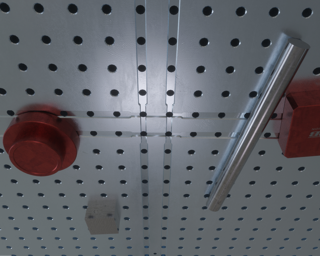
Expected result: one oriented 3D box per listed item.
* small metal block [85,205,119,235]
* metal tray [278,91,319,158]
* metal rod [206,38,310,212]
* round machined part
[{"bbox_3d":[-0.101,0.164,0.551,0.050,0.025,0.050,-3,130,2],"label":"small metal block"},{"bbox_3d":[0.231,-0.007,0.405,0.131,0.030,0.089,-5,130,4],"label":"metal tray"},{"bbox_3d":[0.120,0.020,0.429,0.025,0.025,0.298,9,130,-8],"label":"metal rod"},{"bbox_3d":[-0.164,0.029,0.424,0.099,0.042,0.097,0,130,0],"label":"round machined part"}]
